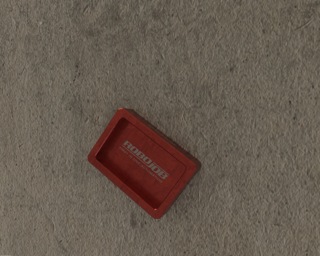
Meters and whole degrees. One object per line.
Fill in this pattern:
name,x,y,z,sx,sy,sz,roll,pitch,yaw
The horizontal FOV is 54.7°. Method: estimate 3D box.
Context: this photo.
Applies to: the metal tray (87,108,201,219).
metal tray,-0.023,0.045,0.415,0.130,0.030,0.090,38,102,15
